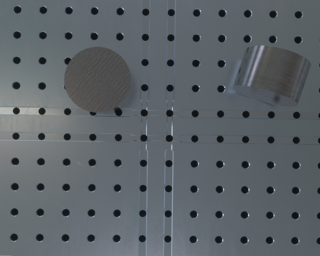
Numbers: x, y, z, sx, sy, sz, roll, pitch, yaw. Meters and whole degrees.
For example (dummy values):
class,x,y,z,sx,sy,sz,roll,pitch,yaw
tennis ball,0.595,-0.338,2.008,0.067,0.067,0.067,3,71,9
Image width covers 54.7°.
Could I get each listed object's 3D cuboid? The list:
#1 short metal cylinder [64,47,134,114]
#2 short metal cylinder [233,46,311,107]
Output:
class,x,y,z,sx,sy,sz,roll,pitch,yaw
short metal cylinder,-0.076,-0.059,0.400,0.081,0.050,0.079,0,90,0
short metal cylinder,0.138,-0.063,0.387,0.080,0.080,0.050,18,90,0
